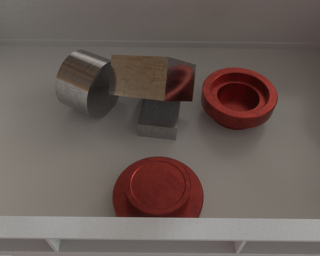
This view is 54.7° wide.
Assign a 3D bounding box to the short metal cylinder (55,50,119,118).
[{"bbox_3d":[-0.093,-0.059,0.418,0.050,0.080,0.080,23,54,18],"label":"short metal cylinder"}]

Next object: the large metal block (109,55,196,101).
[{"bbox_3d":[-0.008,-0.064,0.404,0.080,0.050,0.080,9,8,28],"label":"large metal block"}]

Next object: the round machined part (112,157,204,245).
[{"bbox_3d":[-0.002,0.070,0.335,0.099,0.042,0.098,0,50,0],"label":"round machined part"}]

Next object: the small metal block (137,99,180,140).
[{"bbox_3d":[0.000,-0.013,0.416,0.050,0.025,0.050,6,50,4],"label":"small metal block"}]

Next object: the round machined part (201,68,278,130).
[{"bbox_3d":[0.105,-0.036,0.426,0.099,0.042,0.098,0,50,0],"label":"round machined part"}]
